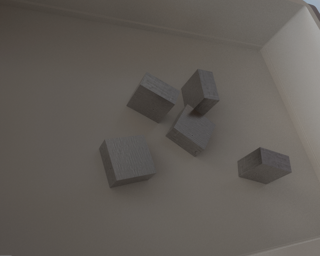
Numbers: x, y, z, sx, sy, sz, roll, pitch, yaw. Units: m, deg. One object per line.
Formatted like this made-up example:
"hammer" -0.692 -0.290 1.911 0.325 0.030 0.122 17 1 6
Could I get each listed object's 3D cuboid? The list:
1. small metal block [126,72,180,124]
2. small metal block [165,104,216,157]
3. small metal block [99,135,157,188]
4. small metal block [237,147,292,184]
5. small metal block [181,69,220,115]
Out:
"small metal block" -0.010 -0.039 0.410 0.050 0.050 0.025 29 52 -10
"small metal block" 0.043 0.003 0.429 0.050 0.025 0.050 36 51 -5
"small metal block" -0.038 0.038 0.363 0.050 0.025 0.050 -6 65 -31
"small metal block" 0.146 0.055 0.438 0.050 0.050 0.025 17 55 -19
"small metal block" 0.058 -0.049 0.453 0.025 0.050 0.050 6 59 -26
